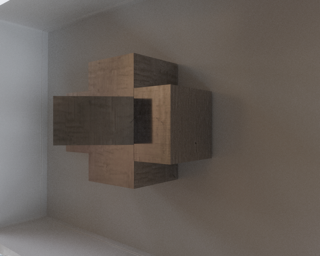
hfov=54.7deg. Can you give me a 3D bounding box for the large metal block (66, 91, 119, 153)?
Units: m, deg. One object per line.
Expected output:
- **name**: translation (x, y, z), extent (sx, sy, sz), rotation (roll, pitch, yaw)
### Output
- **large metal block**: translation (-0.084, -0.008, 0.440), extent (0.050, 0.081, 0.080), rotation (0, 90, 40)

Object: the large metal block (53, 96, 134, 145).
- **large metal block**: translation (-0.070, -0.008, 0.354), extent (0.081, 0.080, 0.050), rotation (0, 90, -5)

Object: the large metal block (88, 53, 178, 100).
- **large metal block**: translation (-0.034, -0.058, 0.398), extent (0.080, 0.081, 0.050), rotation (0, 90, 40)

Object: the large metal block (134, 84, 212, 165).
- **large metal block**: translation (0.017, -0.004, 0.353), extent (0.050, 0.081, 0.080), rotation (0, 90, 39)

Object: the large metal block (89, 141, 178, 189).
- **large metal block**: translation (-0.034, 0.042, 0.398), extent (0.080, 0.081, 0.050), rotation (0, 90, 40)
